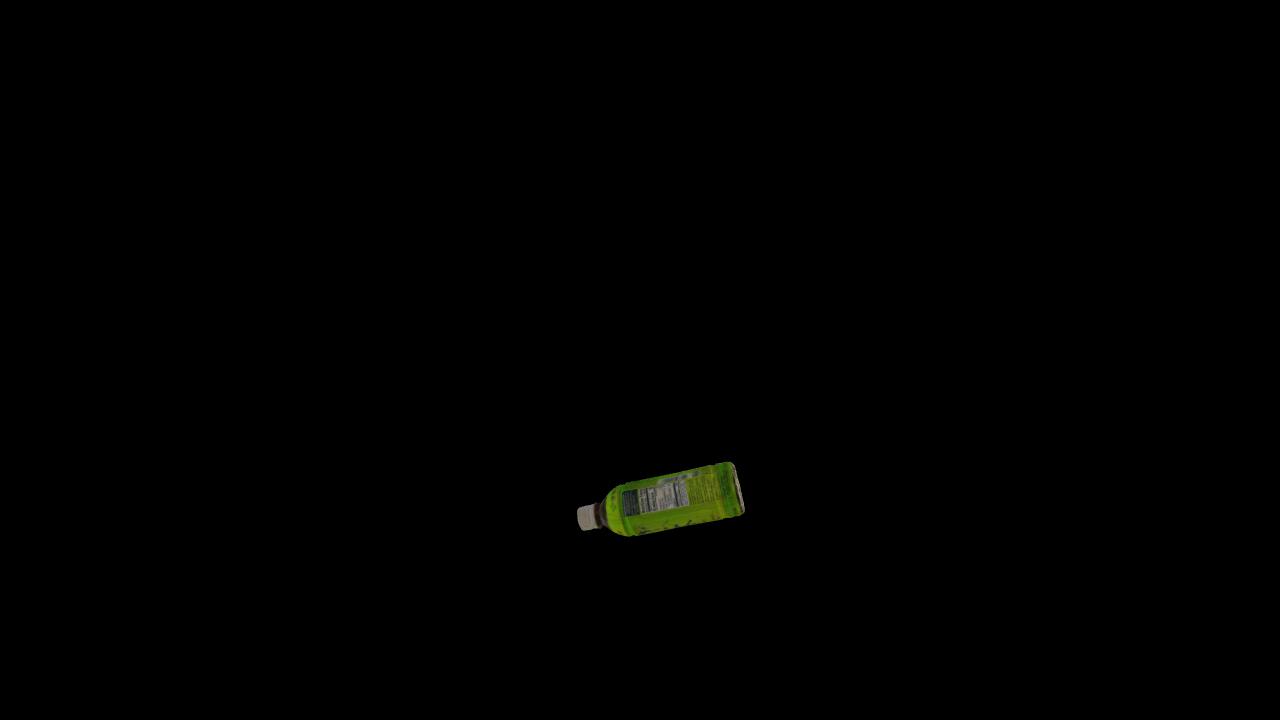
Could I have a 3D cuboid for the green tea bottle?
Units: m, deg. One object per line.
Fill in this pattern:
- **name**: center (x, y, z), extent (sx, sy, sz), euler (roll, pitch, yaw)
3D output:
- **green tea bottle**: center (0.024, 0.183, 0.787), extent (0.212, 0.073, 0.073), euler (-11, -2, 9)
